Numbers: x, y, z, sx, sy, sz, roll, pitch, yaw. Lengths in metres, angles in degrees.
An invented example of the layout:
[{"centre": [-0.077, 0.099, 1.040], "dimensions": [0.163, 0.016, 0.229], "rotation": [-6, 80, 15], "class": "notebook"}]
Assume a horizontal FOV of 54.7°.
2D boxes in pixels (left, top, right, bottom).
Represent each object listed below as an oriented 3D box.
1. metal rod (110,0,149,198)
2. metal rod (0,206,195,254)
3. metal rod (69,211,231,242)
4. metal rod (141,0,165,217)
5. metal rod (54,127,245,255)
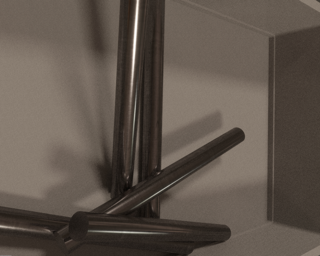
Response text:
[{"centre": [-0.030, -0.051, 0.306], "dimensions": [0.025, 0.025, 0.298], "rotation": [-17, 125, -39], "class": "metal rod"}, {"centre": [-0.069, 0.119, 0.350], "dimensions": [0.302, 0.025, 0.025], "rotation": [24, 75, -38], "class": "metal rod"}, {"centre": [0.016, 0.126, 0.380], "dimensions": [0.301, 0.025, 0.025], "rotation": [26, 73, -51], "class": "metal rod"}, {"centre": [-0.009, -0.026, 0.400], "dimensions": [0.025, 0.025, 0.298], "rotation": [2, 89, -40], "class": "metal rod"}, {"centre": [0.014, 0.060, 0.386], "dimensions": [0.302, 0.025, 0.025], "rotation": [-25, 106, -39], "class": "metal rod"}]
